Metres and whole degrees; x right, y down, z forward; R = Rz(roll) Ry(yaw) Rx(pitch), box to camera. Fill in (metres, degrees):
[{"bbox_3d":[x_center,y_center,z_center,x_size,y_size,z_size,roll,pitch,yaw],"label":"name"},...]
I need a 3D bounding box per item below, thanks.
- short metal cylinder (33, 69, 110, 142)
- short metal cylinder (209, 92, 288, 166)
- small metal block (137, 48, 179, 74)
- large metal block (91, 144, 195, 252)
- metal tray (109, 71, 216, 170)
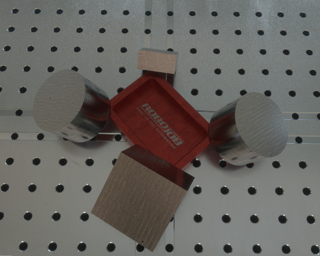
[{"bbox_3d":[-0.111,-0.027,0.391,0.080,0.050,0.080,-9,69,24],"label":"short metal cylinder"},{"bbox_3d":[0.108,0.002,0.382,0.081,0.050,0.080,10,68,-25],"label":"short metal cylinder"},{"bbox_3d":[-0.002,-0.094,0.430,0.050,0.050,0.025,8,108,3],"label":"small metal block"},{"bbox_3d":[-0.018,0.076,0.352,0.080,0.050,0.080,29,103,10],"label":"large metal block"},{"bbox_3d":[0.000,-0.005,0.410,0.090,0.030,0.130,-40,75,-13],"label":"metal tray"}]
